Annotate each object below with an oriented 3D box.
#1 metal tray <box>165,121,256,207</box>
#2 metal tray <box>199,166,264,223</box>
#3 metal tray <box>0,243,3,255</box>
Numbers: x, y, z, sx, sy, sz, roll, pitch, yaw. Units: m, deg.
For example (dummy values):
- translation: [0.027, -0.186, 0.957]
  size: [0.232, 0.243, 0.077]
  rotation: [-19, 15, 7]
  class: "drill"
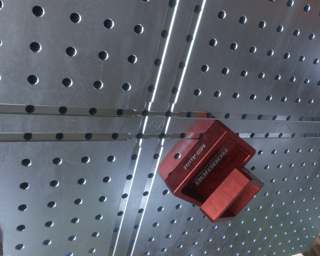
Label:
- translation: [0.082, 0.062, 0.493]
  size: [0.090, 0.030, 0.130]
  rotation: [33, 100, -39]
  class: "metal tray"
- translation: [0.125, 0.113, 0.517]
  size: [0.090, 0.030, 0.130]
  rotation: [-50, 151, 7]
  class: "metal tray"
- translation: [-0.245, 0.129, 0.353]
  size: [0.091, 0.030, 0.129]
  rotation: [-14, 125, -21]
  class: "metal tray"
